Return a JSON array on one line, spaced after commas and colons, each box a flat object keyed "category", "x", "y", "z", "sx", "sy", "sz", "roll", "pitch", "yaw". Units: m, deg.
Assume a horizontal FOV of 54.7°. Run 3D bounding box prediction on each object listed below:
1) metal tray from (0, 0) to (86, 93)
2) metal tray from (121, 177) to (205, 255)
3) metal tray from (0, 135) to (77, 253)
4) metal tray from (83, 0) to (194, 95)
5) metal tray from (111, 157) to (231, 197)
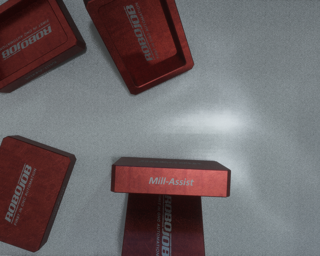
[{"category": "metal tray", "x": -0.174, "y": -0.113, "z": 0.396, "sx": 0.130, "sy": 0.030, "sz": 0.090, "roll": -28, "pitch": 91, "yaw": 8}, {"category": "metal tray", "x": 0.005, "y": 0.121, "z": 0.369, "sx": 0.091, "sy": 0.030, "sz": 0.130, "roll": 2, "pitch": 47, "yaw": 0}, {"category": "metal tray", "x": -0.176, "y": 0.084, "z": 0.407, "sx": 0.090, "sy": 0.030, "sz": 0.129, "roll": 20, "pitch": 90, "yaw": -1}, {"category": "metal tray", "x": -0.020, "y": -0.111, "z": 0.368, "sx": 0.090, "sy": 0.030, "sz": 0.130, "roll": -25, "pitch": 133, "yaw": 0}, {"category": "metal tray", "x": 0.012, "y": 0.057, "z": 0.379, "sx": 0.131, "sy": 0.090, "sz": 0.030, "roll": 3, "pitch": 90, "yaw": -1}]
